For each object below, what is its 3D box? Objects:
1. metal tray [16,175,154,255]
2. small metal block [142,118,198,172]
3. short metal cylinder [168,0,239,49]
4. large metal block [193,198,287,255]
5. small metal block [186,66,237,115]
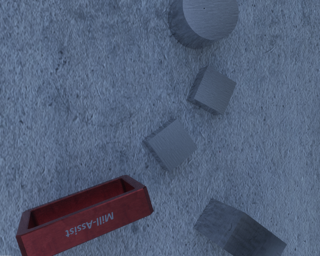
[{"bbox_3d":[-0.083,0.094,0.343,0.131,0.090,0.030,-18,96,-19],"label":"metal tray"},{"bbox_3d":[0.014,0.022,0.414,0.050,0.025,0.050,-38,102,-16],"label":"small metal block"},{"bbox_3d":[0.057,-0.152,0.416,0.081,0.050,0.079,0,90,-20],"label":"short metal cylinder"},{"bbox_3d":[0.105,0.146,0.419,0.080,0.080,0.050,38,78,-16],"label":"large metal block"},{"bbox_3d":[0.072,-0.051,0.436,0.050,0.025,0.050,26,81,-18],"label":"small metal block"}]
